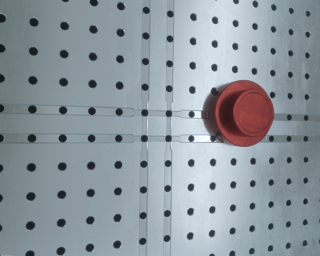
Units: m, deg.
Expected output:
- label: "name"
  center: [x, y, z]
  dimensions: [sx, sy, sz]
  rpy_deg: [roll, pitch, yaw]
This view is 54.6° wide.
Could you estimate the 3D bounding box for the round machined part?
- label: "round machined part"
  center: [0.124, -0.021, 0.449]
  dimensions: [0.099, 0.042, 0.097]
  rpy_deg: [0, 90, -20]
